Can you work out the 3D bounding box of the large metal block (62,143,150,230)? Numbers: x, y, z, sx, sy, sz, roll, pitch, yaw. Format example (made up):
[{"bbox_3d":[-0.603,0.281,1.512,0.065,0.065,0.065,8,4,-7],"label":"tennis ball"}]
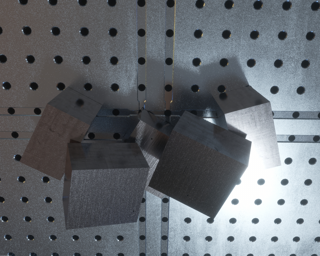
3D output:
[{"bbox_3d":[-0.064,0.064,0.353,0.081,0.050,0.079,1,119,-23],"label":"large metal block"}]

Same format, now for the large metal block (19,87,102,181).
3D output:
[{"bbox_3d":[-0.119,0.004,0.383,0.050,0.080,0.080,28,107,-10],"label":"large metal block"}]

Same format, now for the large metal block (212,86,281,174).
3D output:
[{"bbox_3d":[0.105,0.000,0.385,0.050,0.080,0.080,-15,110,5],"label":"large metal block"}]

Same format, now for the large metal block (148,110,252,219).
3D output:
[{"bbox_3d":[0.043,0.040,0.341,0.080,0.050,0.079,26,122,6],"label":"large metal block"}]

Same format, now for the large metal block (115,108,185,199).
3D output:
[{"bbox_3d":[-0.011,0.033,0.411,0.080,0.050,0.080,31,107,-11],"label":"large metal block"}]
